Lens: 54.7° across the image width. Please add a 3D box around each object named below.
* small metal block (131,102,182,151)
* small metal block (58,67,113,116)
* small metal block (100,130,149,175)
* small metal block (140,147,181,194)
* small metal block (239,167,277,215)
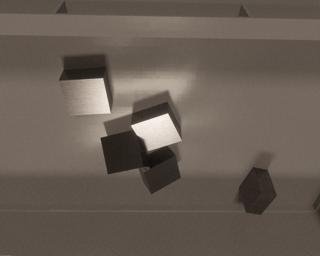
[{"bbox_3d":[-0.004,-0.001,0.408,0.050,0.025,0.050,-18,128,14],"label":"small metal block"},{"bbox_3d":[-0.087,-0.043,0.371,0.050,0.025,0.050,-3,130,2],"label":"small metal block"},{"bbox_3d":[-0.047,0.032,0.416,0.050,0.025,0.050,-13,85,13],"label":"small metal block"},{"bbox_3d":[-0.001,0.060,0.447,0.050,0.025,0.050,-27,132,-14],"label":"small metal block"},{"bbox_3d":[0.150,0.097,0.478,0.025,0.050,0.050,12,129,-10],"label":"small metal block"}]
